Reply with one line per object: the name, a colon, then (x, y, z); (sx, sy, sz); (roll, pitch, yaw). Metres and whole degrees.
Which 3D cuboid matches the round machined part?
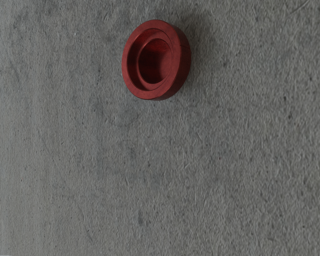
round machined part: (0.000, -0.083, 0.395); (0.098, 0.042, 0.097); (0, 90, 40)
